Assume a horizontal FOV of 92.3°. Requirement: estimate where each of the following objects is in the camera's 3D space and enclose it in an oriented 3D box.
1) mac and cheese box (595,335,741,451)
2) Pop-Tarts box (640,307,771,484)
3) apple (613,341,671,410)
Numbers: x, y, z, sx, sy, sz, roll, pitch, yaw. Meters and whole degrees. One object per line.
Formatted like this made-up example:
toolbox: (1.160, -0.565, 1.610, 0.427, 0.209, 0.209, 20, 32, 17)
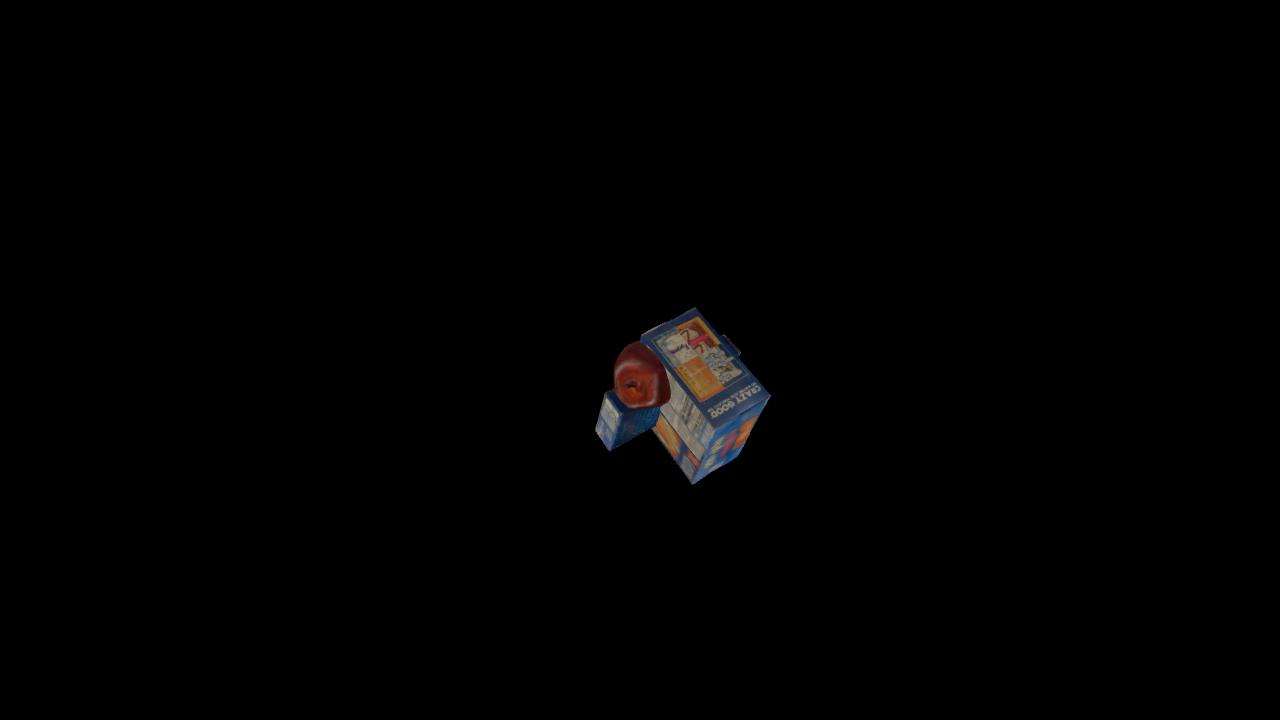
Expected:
mac and cheese box: (0.035, 0.040, 0.767, 0.184, 0.041, 0.093, -26, -27, -27)
Pop-Tarts box: (0.065, 0.047, 0.742, 0.083, 0.141, 0.167, -28, -25, -20)
apple: (0.007, 0.016, 0.707, 0.079, 0.079, 0.093, 0, 17, 25)
